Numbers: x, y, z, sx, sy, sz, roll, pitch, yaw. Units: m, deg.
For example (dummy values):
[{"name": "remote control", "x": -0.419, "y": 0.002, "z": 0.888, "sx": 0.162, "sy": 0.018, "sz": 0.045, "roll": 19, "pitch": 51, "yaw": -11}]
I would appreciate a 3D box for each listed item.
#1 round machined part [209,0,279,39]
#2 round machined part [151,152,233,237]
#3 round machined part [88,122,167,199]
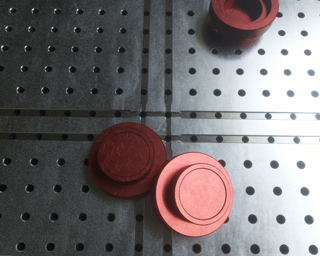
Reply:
[{"name": "round machined part", "x": 0.123, "y": -0.175, "z": 0.468, "sx": 0.099, "sy": 0.042, "sz": 0.098, "roll": 0, "pitch": 70, "yaw": -1}, {"name": "round machined part", "x": 0.042, "y": 0.076, "z": 0.361, "sx": 0.099, "sy": 0.042, "sz": 0.098, "roll": 4, "pitch": 78, "yaw": -16}, {"name": "round machined part", "x": -0.041, "y": 0.038, "z": 0.388, "sx": 0.099, "sy": 0.042, "sz": 0.098, "roll": 0, "pitch": 70, "yaw": -1}]
